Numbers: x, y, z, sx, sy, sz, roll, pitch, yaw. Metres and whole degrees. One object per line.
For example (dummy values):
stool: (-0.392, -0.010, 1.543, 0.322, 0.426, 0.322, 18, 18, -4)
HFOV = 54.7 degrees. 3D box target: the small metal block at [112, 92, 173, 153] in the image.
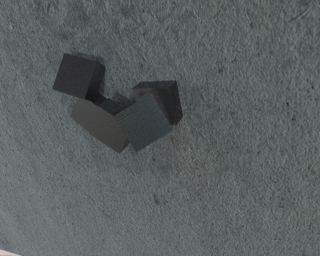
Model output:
small metal block: (-0.021, -0.007, 0.365, 0.050, 0.025, 0.050, -31, 105, -3)

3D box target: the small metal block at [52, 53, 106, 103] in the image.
small metal block: (-0.106, -0.066, 0.406, 0.050, 0.025, 0.050, 17, 89, 17)

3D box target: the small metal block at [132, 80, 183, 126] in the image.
small metal block: (-0.002, -0.031, 0.389, 0.050, 0.025, 0.050, 2, 120, 27)

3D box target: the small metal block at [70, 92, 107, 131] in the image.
small metal block: (-0.094, -0.022, 0.442, 0.050, 0.025, 0.050, 39, 129, 1)

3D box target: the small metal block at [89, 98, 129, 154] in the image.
small metal block: (-0.059, -0.003, 0.403, 0.050, 0.025, 0.050, 33, 129, 6)
